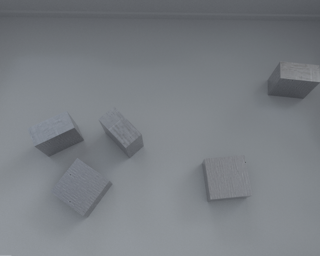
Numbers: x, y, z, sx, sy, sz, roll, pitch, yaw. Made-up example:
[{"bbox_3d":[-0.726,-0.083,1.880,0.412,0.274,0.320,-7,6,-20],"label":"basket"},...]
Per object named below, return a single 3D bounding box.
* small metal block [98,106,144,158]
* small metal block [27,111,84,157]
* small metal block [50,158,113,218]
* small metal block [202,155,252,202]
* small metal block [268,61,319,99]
[{"bbox_3d":[-0.048,0.007,0.393,0.025,0.050,0.050,-42,75,-13],"label":"small metal block"},{"bbox_3d":[-0.130,0.009,0.392,0.050,0.050,0.025,-26,72,-9],"label":"small metal block"},{"bbox_3d":[-0.096,0.074,0.382,0.050,0.025,0.050,33,73,11],"label":"small metal block"},{"bbox_3d":[0.082,0.063,0.387,0.050,0.025,0.050,-5,70,-2],"label":"small metal block"},{"bbox_3d":[0.180,-0.064,0.421,0.050,0.050,0.025,6,70,2],"label":"small metal block"}]
